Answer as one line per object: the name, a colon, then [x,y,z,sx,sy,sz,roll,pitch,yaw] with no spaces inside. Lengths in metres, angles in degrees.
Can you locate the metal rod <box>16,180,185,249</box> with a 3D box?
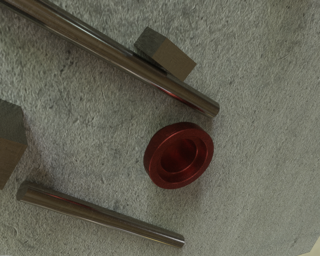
metal rod: [-0.064,0.138,0.458,0.301,0.025,0.025,33,99,-39]

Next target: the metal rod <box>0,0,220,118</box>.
metal rod: [-0.036,-0.074,0.342,0.302,0.025,0.025,24,105,-37]

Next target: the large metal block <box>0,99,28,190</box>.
large metal block: [-0.174,0.003,0.279,0.080,0.080,0.050,24,105,-37]

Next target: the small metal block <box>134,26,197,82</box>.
small metal block: [0.005,-0.082,0.344,0.050,0.050,0.025,31,101,-38]

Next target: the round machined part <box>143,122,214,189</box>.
round machined part: [0.022,0.034,0.430,0.099,0.042,0.097,-14,125,-21]
